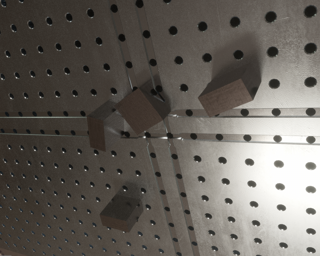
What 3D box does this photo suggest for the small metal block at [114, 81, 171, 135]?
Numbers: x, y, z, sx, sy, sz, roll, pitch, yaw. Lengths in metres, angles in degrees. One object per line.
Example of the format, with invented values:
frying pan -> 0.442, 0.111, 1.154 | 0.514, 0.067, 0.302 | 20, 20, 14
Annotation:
small metal block -> -0.023, -0.026, 0.406 | 0.050, 0.025, 0.050 | -30, 102, 37

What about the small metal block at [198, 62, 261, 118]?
small metal block -> 0.075, -0.041, 0.330 | 0.050, 0.050, 0.025 | -23, 106, 36

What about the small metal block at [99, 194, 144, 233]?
small metal block -> -0.063, 0.140, 0.513 | 0.050, 0.050, 0.025 | 6, 121, 25

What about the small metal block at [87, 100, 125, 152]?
small metal block -> -0.074, -0.003, 0.430 | 0.025, 0.050, 0.050 | 15, 124, 20
